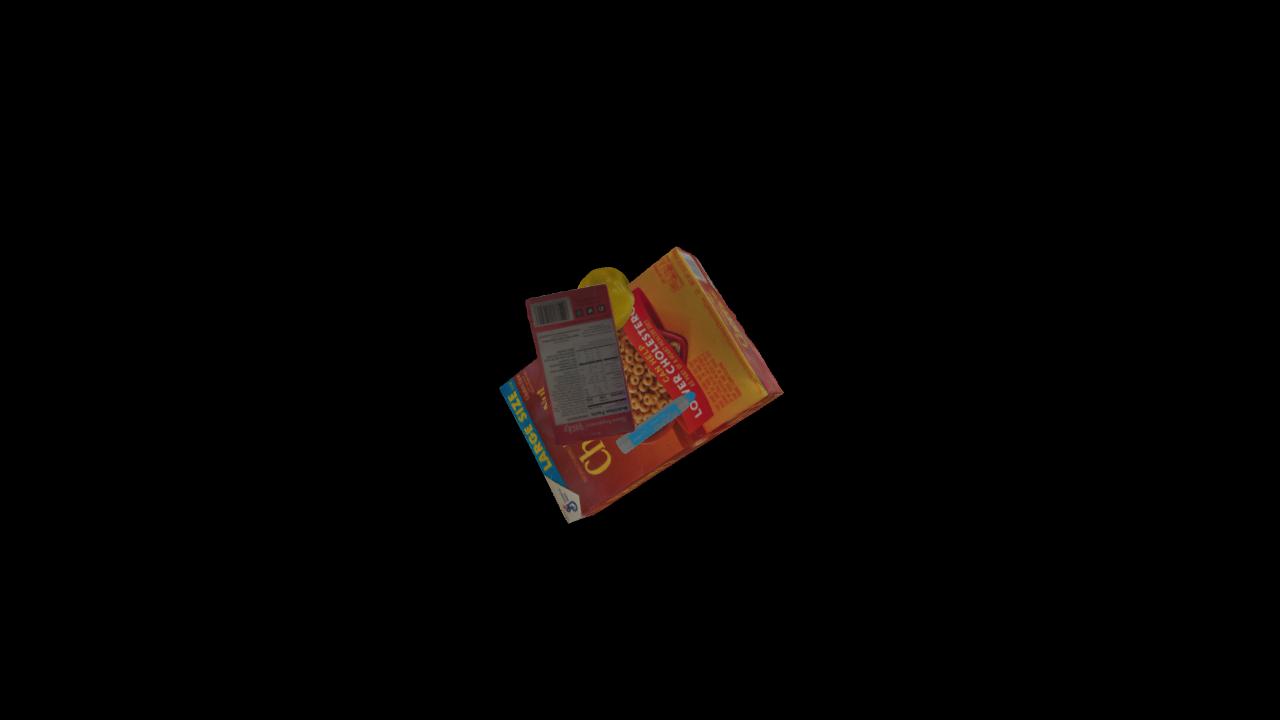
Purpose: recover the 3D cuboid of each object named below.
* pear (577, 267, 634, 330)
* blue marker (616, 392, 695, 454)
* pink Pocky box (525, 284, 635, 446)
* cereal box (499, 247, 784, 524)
[{"bbox_3d":[-0.056,-0.058,0.736,0.111,0.080,0.080,-35,-9,13],"label":"pear"},{"bbox_3d":[0.027,0.062,0.682,0.121,0.020,0.020,-36,-3,4],"label":"blue marker"},{"bbox_3d":[-0.059,0.005,0.631,0.084,0.155,0.029,-11,5,0],"label":"pink Pocky box"},{"bbox_3d":[-0.011,0.038,0.750,0.306,0.203,0.081,-36,-17,21],"label":"cereal box"}]
